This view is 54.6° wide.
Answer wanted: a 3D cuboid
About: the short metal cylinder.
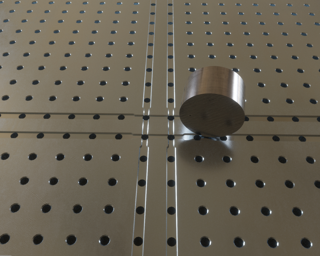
[{"bbox_3d":[0.068,-0.032,0.400,0.080,0.080,0.050,8,51,7],"label":"short metal cylinder"}]
